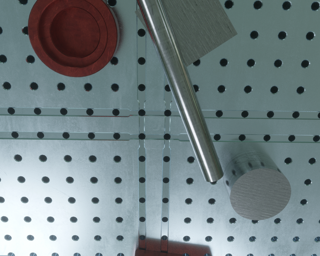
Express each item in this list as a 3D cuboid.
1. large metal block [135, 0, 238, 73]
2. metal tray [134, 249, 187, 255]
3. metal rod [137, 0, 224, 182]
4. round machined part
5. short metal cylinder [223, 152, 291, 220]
[{"bbox_3d":[0.029,-0.121,0.356,0.080,0.050,0.080,-32,107,11],"label":"large metal block"},{"bbox_3d":[0.017,0.251,0.504,0.131,0.030,0.089,10,110,-4],"label":"metal tray"},{"bbox_3d":[0.014,-0.071,0.334,0.025,0.025,0.299,-20,110,7],"label":"metal rod"},{"bbox_3d":[-0.096,-0.112,0.362,0.099,0.042,0.097,0,110,-1],"label":"round machined part"},{"bbox_3d":[0.132,0.080,0.431,0.081,0.050,0.079,0,110,-1],"label":"short metal cylinder"}]
